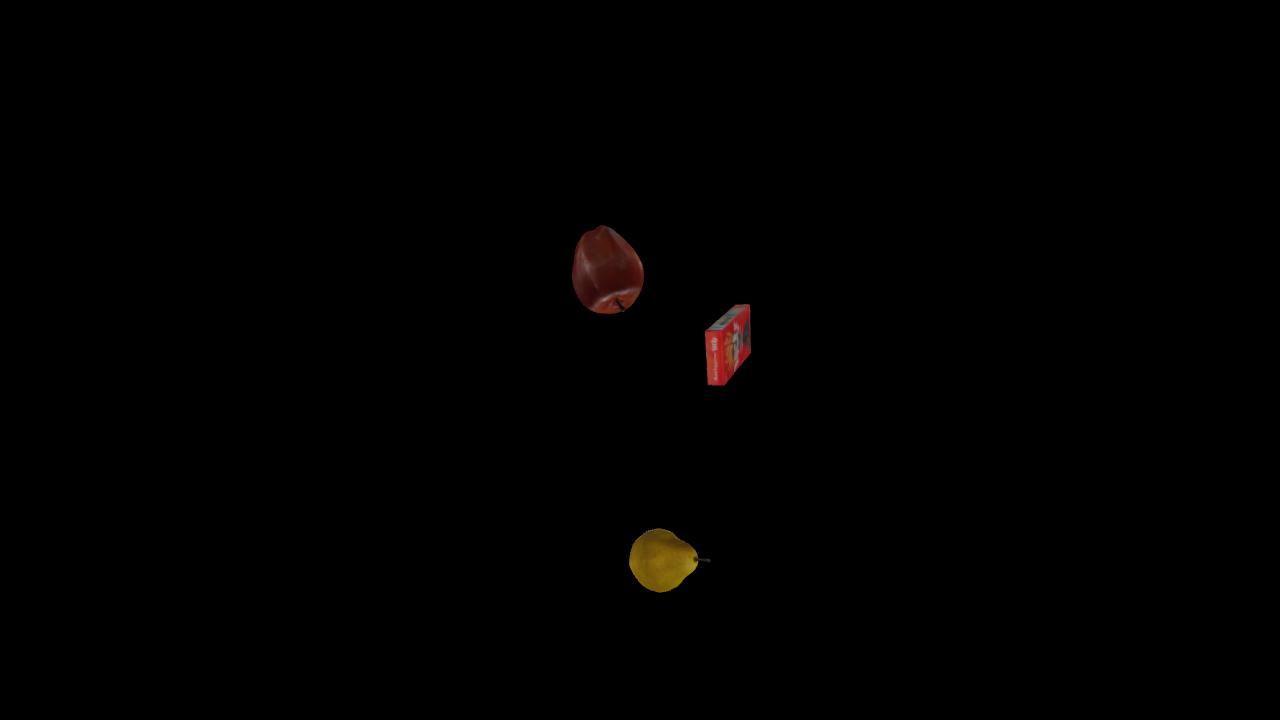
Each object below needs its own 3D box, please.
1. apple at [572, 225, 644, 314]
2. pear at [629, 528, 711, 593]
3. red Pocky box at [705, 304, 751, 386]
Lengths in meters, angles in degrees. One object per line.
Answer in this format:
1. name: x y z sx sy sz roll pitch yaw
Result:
1. apple: -0.035 -0.094 0.660 0.079 0.093 0.079 -18 -12 -4
2. pear: 0.038 0.252 0.781 0.080 0.080 0.111 0 -22 -40
3. red Pocky box: 0.134 -0.025 0.913 0.028 0.083 0.155 4 21 24
